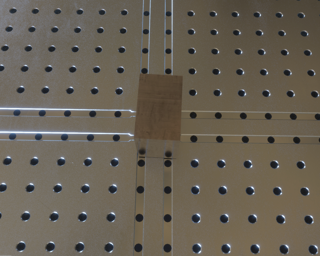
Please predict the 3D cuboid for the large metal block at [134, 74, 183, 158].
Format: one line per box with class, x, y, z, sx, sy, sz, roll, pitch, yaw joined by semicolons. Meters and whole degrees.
large metal block;-0.001;-0.012;0.386;0.050;0.080;0.080;3;70;1
